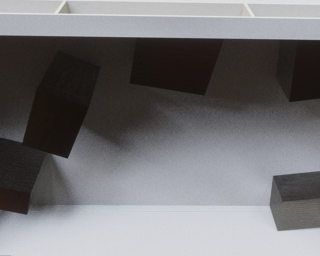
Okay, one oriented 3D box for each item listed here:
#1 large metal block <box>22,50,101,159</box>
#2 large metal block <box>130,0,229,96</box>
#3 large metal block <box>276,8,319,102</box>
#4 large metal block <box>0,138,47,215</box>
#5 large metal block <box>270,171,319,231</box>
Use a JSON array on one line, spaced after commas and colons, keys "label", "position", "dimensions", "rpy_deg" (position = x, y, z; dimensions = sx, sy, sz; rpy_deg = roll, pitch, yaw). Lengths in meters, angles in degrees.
[{"label": "large metal block", "position": [-0.109, -0.027, 0.349], "dimensions": [0.050, 0.080, 0.079], "rpy_deg": [20, 127, -16]}, {"label": "large metal block", "position": [0.016, -0.086, 0.319], "dimensions": [0.081, 0.050, 0.079], "rpy_deg": [8, 130, -7]}, {"label": "large metal block", "position": [0.174, -0.079, 0.327], "dimensions": [0.080, 0.050, 0.080], "rpy_deg": [-7, 130, 5]}, {"label": "large metal block", "position": [-0.209, 0.063, 0.425], "dimensions": [0.081, 0.080, 0.050], "rpy_deg": [16, 128, -13]}, {"label": "large metal block", "position": [0.226, 0.117, 0.494], "dimensions": [0.080, 0.050, 0.080], "rpy_deg": [-7, 130, 5]}]
